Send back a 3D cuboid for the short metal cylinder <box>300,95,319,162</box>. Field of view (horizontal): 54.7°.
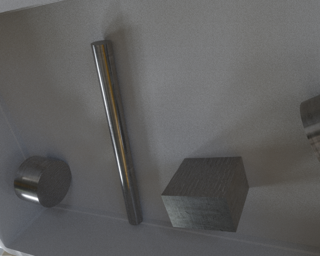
[{"bbox_3d":[0.173,0.002,0.283,0.050,0.080,0.080,-27,104,37],"label":"short metal cylinder"}]

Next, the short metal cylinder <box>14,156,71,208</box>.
[{"bbox_3d":[-0.199,0.091,0.532,0.050,0.080,0.079,9,122,23],"label":"short metal cylinder"}]

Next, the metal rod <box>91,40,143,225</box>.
[{"bbox_3d":[-0.057,0.025,0.452,0.025,0.025,0.298,7,122,24],"label":"metal rod"}]

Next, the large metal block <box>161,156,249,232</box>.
[{"bbox_3d":[0.060,0.080,0.390,0.080,0.080,0.050,-5,116,30],"label":"large metal block"}]
